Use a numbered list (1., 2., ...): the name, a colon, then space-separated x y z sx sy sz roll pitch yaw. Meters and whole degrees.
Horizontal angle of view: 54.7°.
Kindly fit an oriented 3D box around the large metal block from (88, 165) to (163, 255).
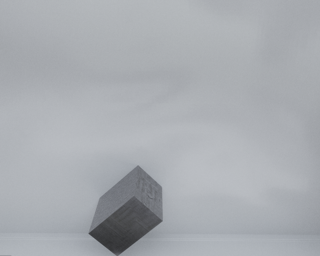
1. large metal block: -0.043 0.110 0.422 0.080 0.080 0.050 -41 105 13
